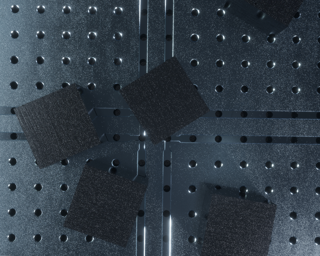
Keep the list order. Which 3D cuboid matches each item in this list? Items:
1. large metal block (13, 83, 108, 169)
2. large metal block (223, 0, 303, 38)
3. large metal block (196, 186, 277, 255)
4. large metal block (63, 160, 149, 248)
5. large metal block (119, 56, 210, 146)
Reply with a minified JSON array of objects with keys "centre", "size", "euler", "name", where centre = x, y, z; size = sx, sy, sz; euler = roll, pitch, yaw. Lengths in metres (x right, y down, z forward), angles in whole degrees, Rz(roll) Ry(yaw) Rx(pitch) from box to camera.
[{"centre":[-0.124,-0.002,0.399],"size":[0.080,0.050,0.080],"euler":[-23,90,-1],"name":"large metal block"},{"centre":[0.142,-0.178,0.403],"size":[0.080,0.050,0.080],"euler":[31,90,-1],"name":"large metal block"},{"centre":[0.096,0.126,0.402],"size":[0.080,0.050,0.080],"euler":[11,90,-1],"name":"large metal block"},{"centre":[-0.066,0.095,0.400],"size":[0.080,0.050,0.080],"euler":[19,90,-1],"name":"large metal block"},{"centre":[0.005,-0.033,0.401],"size":[0.080,0.050,0.080],"euler":[-32,90,0],"name":"large metal block"}]
